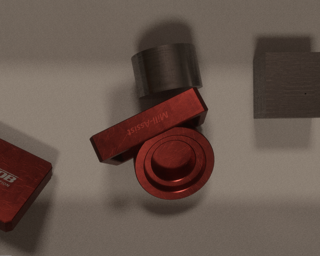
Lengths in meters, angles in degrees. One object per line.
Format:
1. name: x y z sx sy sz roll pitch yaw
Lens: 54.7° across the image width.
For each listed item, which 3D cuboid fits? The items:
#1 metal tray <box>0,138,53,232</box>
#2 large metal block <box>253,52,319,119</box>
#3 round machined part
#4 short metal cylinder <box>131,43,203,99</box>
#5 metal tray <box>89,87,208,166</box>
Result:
1. metal tray: -0.214 0.057 0.379 0.131 0.030 0.090 26 46 -1
2. large metal block: 0.169 -0.053 0.401 0.081 0.050 0.079 -1 90 -1
3. round machined part: 0.016 0.038 0.393 0.099 0.042 0.097 -3 108 -9
4. short metal cylinder: 0.009 -0.068 0.384 0.080 0.080 0.050 -11 90 0
5. metal tray: -0.009 0.002 0.376 0.131 0.090 0.030 -26 80 0
